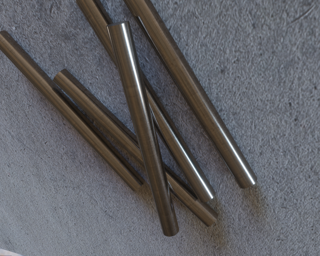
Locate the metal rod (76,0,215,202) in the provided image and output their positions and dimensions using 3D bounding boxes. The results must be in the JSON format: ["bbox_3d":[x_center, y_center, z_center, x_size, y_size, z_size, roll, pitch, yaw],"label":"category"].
[{"bbox_3d":[-0.011,-0.029,0.394,0.025,0.025,0.299,-21,107,36],"label":"metal rod"}]

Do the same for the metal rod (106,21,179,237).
[{"bbox_3d":[-0.014,0.020,0.392,0.025,0.025,0.298,1,119,27],"label":"metal rod"}]

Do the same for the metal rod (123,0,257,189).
[{"bbox_3d":[0.030,-0.054,0.357,0.025,0.025,0.299,-24,106,36],"label":"metal rod"}]

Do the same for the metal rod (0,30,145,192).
[{"bbox_3d":[-0.132,-0.021,0.463,0.300,0.025,0.025,48,129,-6],"label":"metal rod"}]

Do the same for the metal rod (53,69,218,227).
[{"bbox_3d":[-0.033,0.030,0.442,0.300,0.025,0.025,44,129,-3],"label":"metal rod"}]
